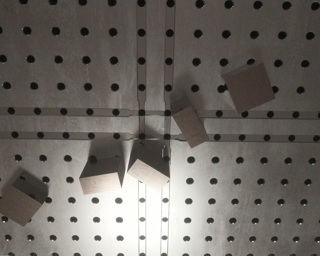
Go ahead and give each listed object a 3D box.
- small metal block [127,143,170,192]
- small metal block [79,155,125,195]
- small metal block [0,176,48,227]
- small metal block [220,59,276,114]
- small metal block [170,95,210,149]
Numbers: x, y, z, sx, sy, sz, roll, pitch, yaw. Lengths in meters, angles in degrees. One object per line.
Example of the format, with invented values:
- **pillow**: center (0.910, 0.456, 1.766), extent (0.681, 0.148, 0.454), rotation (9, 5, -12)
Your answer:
- **small metal block**: center (-0.015, 0.053, 0.419), extent (0.050, 0.050, 0.025), rotation (33, 107, -12)
- **small metal block**: center (-0.077, 0.063, 0.422), extent (0.050, 0.050, 0.025), rotation (-10, 110, 3)
- **small metal block**: center (-0.202, 0.107, 0.450), extent (0.050, 0.025, 0.050), rotation (38, 105, -13)
- **small metal block**: center (0.112, -0.053, 0.396), extent (0.050, 0.025, 0.050), rotation (-24, 109, 8)
- **small metal block**: center (0.037, -0.009, 0.397), extent (0.025, 0.050, 0.050), rotation (-28, 108, 10)
